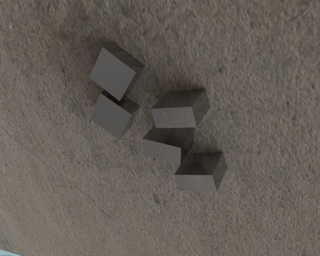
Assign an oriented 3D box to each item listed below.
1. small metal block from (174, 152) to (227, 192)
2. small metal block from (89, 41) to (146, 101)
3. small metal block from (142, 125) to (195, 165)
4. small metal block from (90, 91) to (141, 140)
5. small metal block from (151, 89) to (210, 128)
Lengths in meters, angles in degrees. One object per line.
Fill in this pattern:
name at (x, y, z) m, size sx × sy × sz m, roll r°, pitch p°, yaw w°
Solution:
small metal block at (0.053, 0.055, 0.396) m, size 0.050 × 0.050 × 0.025 m, roll -4°, pitch 116°, yaw 30°
small metal block at (-0.054, -0.071, 0.390) m, size 0.050 × 0.025 × 0.050 m, roll 38°, pitch 129°, yaw 2°
small metal block at (0.012, 0.017, 0.393) m, size 0.050 × 0.050 × 0.025 m, roll 13°, pitch 124°, yaw 20°
small metal block at (-0.062, -0.021, 0.425) m, size 0.050 × 0.025 × 0.050 m, roll 35°, pitch 129°, yaw 4°
small metal block at (0.025, -0.023, 0.362) m, size 0.050 × 0.050 × 0.025 m, roll -1°, pitch 118°, yaw 28°
